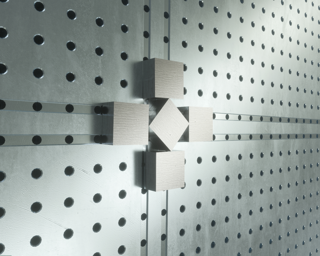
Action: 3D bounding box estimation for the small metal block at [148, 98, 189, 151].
[{"bbox_3d":[0.005,-0.004,0.415,0.050,0.025,0.050,50,61,-29],"label":"small metal block"}]

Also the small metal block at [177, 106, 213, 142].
[{"bbox_3d":[0.051,-0.005,0.454,0.050,0.025,0.050,0,90,-40],"label":"small metal block"}]

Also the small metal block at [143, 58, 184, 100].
[{"bbox_3d":[0.005,-0.064,0.415,0.050,0.025,0.050,-1,91,-40],"label":"small metal block"}]

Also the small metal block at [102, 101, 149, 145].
[{"bbox_3d":[-0.041,-0.005,0.376,0.050,0.025,0.050,2,89,-40],"label":"small metal block"}]

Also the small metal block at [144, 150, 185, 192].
[{"bbox_3d":[0.006,0.056,0.416,0.050,0.025,0.050,0,90,-40],"label":"small metal block"}]
